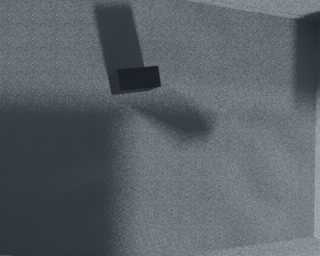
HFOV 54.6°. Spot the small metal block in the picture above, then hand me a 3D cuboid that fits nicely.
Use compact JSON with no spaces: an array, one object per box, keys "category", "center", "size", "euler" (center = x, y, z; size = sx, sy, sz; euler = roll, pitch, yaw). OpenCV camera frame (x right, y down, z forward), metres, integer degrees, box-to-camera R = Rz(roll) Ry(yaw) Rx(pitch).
[{"category":"small metal block","center":[-0.032,-0.058,0.385],"size":[0.050,0.050,0.025],"euler":[-9,94,-20]}]
